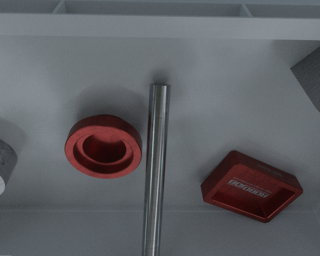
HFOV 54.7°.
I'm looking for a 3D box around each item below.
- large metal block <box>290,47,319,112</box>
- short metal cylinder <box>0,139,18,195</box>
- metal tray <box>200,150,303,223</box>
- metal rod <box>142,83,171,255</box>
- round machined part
[{"bbox_3d":[0.200,-0.055,0.330,0.050,0.080,0.080,35,122,-26],"label":"large metal block"},{"bbox_3d":[-0.251,0.055,0.436,0.081,0.050,0.079,0,130,0],"label":"short metal cylinder"},{"bbox_3d":[0.142,0.095,0.483,0.131,0.030,0.089,23,122,-18],"label":"metal tray"},{"bbox_3d":[-0.008,0.092,0.406,0.025,0.025,0.298,3,105,-3],"label":"metal rod"},{"bbox_3d":[-0.073,0.020,0.414,0.099,0.042,0.097,-1,130,0],"label":"round machined part"}]
